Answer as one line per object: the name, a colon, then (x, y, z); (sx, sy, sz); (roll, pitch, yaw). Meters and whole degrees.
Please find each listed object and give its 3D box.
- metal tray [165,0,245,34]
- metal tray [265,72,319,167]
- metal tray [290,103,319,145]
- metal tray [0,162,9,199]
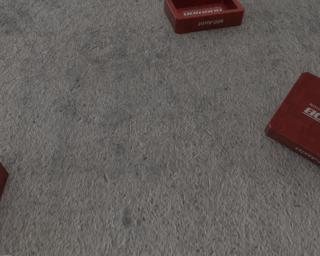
metal tray: (0.081, -0.224, 0.588); (0.131, 0.030, 0.090); (-11, 51, -9)
metal tray: (0.207, 0.001, 0.372); (0.130, 0.030, 0.090); (33, 77, 17)
metal tray: (0.244, -0.020, 0.418); (0.131, 0.030, 0.090); (-27, 55, -21)
metal tray: (-0.225, 0.093, 0.320); (0.091, 0.030, 0.130); (-1, 50, -1)
